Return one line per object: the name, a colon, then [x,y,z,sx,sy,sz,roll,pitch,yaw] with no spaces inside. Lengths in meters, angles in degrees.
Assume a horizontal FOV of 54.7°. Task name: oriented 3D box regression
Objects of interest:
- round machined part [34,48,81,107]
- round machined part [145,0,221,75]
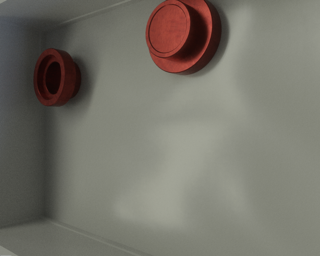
round machined part: [-0.174,-0.085,0.536,0.098,0.042,0.097,0,90,39]
round machined part: [0.021,-0.116,0.377,0.098,0.042,0.097,0,90,39]
